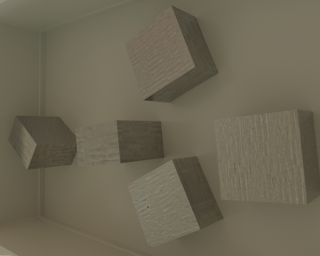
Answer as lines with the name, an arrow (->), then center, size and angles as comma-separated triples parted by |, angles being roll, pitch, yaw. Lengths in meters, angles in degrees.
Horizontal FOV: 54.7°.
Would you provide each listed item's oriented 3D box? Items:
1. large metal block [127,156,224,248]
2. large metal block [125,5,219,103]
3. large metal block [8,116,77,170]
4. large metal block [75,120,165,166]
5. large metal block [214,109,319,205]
large metal block -> 0.016, 0.089, 0.375 | 0.080, 0.050, 0.080 | -34, 69, 34
large metal block -> 0.012, -0.086, 0.379 | 0.080, 0.050, 0.080 | -29, 72, 36
large metal block -> -0.198, 0.023, 0.531 | 0.080, 0.081, 0.050 | 42, 115, 31
large metal block -> -0.053, 0.020, 0.412 | 0.080, 0.081, 0.050 | -9, 84, 39
large metal block -> 0.104, 0.028, 0.304 | 0.080, 0.050, 0.080 | -7, 85, 39
